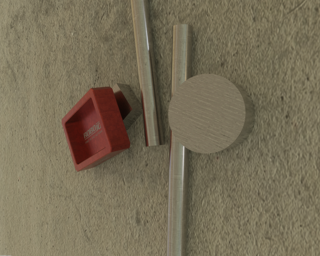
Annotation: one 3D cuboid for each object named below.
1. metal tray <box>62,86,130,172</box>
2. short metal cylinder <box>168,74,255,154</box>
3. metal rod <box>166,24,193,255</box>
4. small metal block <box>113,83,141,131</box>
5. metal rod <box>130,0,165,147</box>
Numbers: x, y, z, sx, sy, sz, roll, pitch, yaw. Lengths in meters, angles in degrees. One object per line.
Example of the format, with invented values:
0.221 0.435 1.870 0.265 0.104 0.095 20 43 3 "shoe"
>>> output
-0.099 0.006 0.456 0.130 0.030 0.090 -30 76 50 "metal tray"
0.056 -0.014 0.331 0.080 0.050 0.079 0 90 27 "short metal cylinder"
0.024 0.025 0.383 0.025 0.025 0.298 3 92 39 "metal rod"
-0.056 -0.029 0.449 0.050 0.025 0.050 -47 63 29 "small metal block"
-0.023 -0.124 0.421 0.025 0.025 0.298 -10 83 39 "metal rod"
